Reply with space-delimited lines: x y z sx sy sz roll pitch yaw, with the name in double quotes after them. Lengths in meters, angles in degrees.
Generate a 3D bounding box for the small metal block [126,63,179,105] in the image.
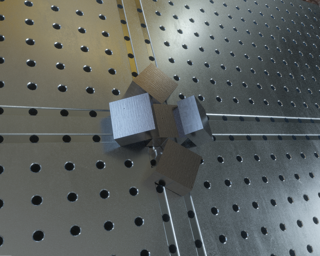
-0.010 -0.056 0.437 0.050 0.025 0.050 39 50 -1 "small metal block"

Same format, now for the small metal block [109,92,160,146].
-0.032 -0.010 0.381 0.050 0.025 0.050 -14 65 5 "small metal block"

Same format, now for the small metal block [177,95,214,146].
0.048 -0.009 0.422 0.050 0.025 0.050 39 34 -58 "small metal block"

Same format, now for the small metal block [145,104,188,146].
0.004 -0.004 0.412 0.050 0.025 0.050 1 60 -28 "small metal block"

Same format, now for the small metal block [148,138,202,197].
0.019 0.049 0.387 0.050 0.025 0.050 29 53 -8 "small metal block"
